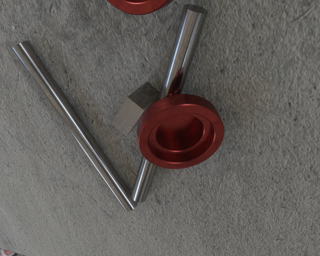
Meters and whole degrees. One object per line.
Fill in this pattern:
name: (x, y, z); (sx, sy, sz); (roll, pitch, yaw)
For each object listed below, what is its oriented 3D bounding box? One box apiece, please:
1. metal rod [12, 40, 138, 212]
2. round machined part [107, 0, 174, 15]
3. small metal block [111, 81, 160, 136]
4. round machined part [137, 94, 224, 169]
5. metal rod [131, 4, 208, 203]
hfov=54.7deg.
metal rod: (-0.123, 0.006, 0.475); (0.025, 0.025, 0.299); (-21, 108, 36)
round machined part: (-0.017, -0.165, 0.303); (0.098, 0.042, 0.097); (13, 124, 21)
small metal block: (-0.029, -0.025, 0.391); (0.025, 0.050, 0.050); (40, 129, 1)
round machined part: (0.022, 0.000, 0.365); (0.099, 0.042, 0.097); (-5, 130, -6)
metal rod: (0.002, -0.006, 0.401); (0.025, 0.025, 0.298); (26, 128, 12)
